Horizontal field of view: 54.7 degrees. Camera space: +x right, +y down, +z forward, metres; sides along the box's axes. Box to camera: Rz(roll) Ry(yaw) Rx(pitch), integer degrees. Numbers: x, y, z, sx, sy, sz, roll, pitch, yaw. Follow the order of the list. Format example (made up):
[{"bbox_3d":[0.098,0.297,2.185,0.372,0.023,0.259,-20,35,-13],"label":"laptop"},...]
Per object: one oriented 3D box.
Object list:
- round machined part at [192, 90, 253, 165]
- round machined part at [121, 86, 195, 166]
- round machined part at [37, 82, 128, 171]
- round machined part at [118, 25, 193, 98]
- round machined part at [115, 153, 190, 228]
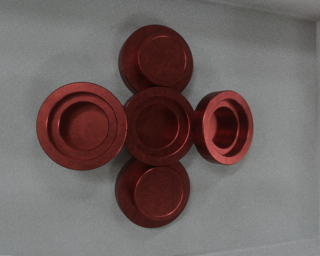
[{"bbox_3d":[0.079,0.000,0.420,0.099,0.042,0.097,0,91,-37],"label":"round machined part"},{"bbox_3d":[-0.006,-0.002,0.397,0.099,0.042,0.097,0,90,-20],"label":"round machined part"},{"bbox_3d":[-0.086,-0.002,0.359,0.099,0.042,0.097,0,90,-3],"label":"round machined part"},{"bbox_3d":[-0.001,-0.085,0.399,0.099,0.042,0.097,0,90,-20],"label":"round machined part"},{"bbox_3d":[-0.005,0.080,0.398,0.099,0.042,0.097,0,90,-20],"label":"round machined part"}]
